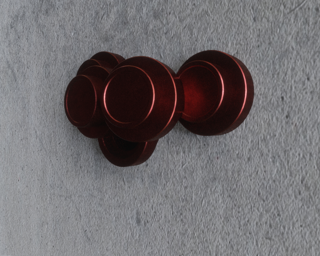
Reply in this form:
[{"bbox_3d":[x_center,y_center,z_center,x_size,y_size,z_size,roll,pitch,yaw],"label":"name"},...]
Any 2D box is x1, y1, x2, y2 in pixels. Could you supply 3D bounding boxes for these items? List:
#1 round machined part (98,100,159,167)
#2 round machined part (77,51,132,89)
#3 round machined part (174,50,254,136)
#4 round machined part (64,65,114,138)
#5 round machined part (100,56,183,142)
[{"bbox_3d":[-0.039,0.003,0.425,0.098,0.042,0.097,0,90,39],"label":"round machined part"},{"bbox_3d":[-0.090,-0.067,0.467,0.098,0.042,0.097,0,90,39],"label":"round machined part"},{"bbox_3d":[0.051,-0.040,0.351,0.098,0.042,0.097,0,90,39],"label":"round machined part"},{"bbox_3d":[-0.090,-0.035,0.412,0.098,0.042,0.097,0,90,39],"label":"round machined part"},{"bbox_3d":[-0.027,-0.033,0.348,0.098,0.042,0.097,-1,88,26],"label":"round machined part"}]
